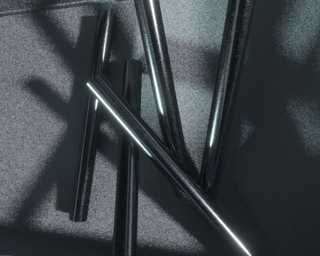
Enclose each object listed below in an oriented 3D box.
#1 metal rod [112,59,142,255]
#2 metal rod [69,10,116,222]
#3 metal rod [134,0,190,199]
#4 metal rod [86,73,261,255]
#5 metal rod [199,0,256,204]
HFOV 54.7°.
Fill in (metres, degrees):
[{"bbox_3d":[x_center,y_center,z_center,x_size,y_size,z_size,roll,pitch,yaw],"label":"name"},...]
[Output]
[{"bbox_3d":[-0.037,0.048,0.359,0.025,0.025,0.299,-10,62,19],"label":"metal rod"},{"bbox_3d":[-0.097,-0.015,0.443,0.025,0.025,0.298,10,93,19],"label":"metal rod"},{"bbox_3d":[0.003,-0.051,0.345,0.025,0.025,0.298,-4,113,20],"label":"metal rod"},{"bbox_3d":[0.023,0.058,0.359,0.025,0.025,0.300,-40,93,15],"label":"metal rod"},{"bbox_3d":[0.070,-0.038,0.329,0.025,0.025,0.298,14,116,19],"label":"metal rod"}]
